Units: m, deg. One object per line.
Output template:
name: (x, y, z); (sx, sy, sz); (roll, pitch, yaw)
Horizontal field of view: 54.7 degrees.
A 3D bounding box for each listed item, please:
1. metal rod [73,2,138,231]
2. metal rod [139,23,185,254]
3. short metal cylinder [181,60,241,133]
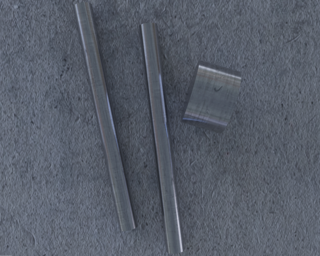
metal rod: (-0.071, -0.014, 0.409); (0.025, 0.025, 0.298); (-12, 90, 0)
metal rod: (0.002, 0.013, 0.409); (0.025, 0.025, 0.298); (-7, 90, 0)
short metal cylinder: (0.061, -0.038, 0.383); (0.050, 0.080, 0.080); (16, 90, 0)
